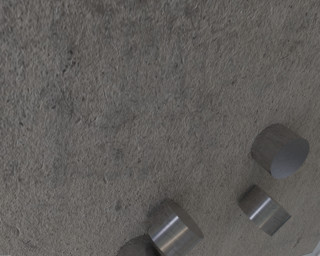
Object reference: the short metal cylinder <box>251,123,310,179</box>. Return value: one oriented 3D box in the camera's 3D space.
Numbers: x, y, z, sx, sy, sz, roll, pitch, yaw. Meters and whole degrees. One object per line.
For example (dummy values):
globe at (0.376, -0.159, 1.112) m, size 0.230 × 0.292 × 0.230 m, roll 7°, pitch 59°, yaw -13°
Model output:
short metal cylinder at (0.203, 0.039, 0.525) m, size 0.081 × 0.050 × 0.079 m, roll -14°, pitch 124°, yaw -21°

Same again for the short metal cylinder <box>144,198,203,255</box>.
short metal cylinder at (0.022, 0.156, 0.479) m, size 0.050 × 0.080 × 0.080 m, roll -45°, pitch 129°, yaw 3°

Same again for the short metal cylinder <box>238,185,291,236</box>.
short metal cylinder at (0.191, 0.150, 0.568) m, size 0.050 × 0.080 × 0.080 m, roll -49°, pitch 129°, yaw 6°

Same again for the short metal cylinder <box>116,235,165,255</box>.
short metal cylinder at (-0.027, 0.226, 0.515) m, size 0.081 × 0.050 × 0.079 m, roll -14°, pitch 124°, yaw -21°
